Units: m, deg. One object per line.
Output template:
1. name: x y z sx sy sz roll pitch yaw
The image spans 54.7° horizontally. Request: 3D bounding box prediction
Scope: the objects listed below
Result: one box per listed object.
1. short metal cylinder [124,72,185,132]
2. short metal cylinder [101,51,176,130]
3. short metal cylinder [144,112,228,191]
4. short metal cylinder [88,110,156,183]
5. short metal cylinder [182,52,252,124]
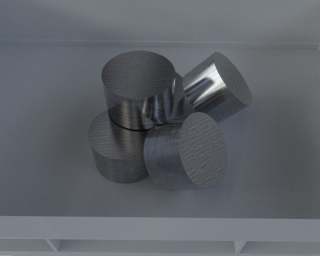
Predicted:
1. short metal cylinder: -0.007 -0.038 0.418 0.081 0.050 0.080 0 50 0
2. short metal cylinder: -0.023 -0.044 0.357 0.081 0.050 0.080 0 50 0
3. short metal cylinder: 0.029 0.027 0.336 0.050 0.080 0.080 -15 35 44
4. short metal cylinder: -0.041 0.019 0.371 0.081 0.050 0.080 0 50 0
5. short metal cylinder: 0.075 -0.051 0.404 0.080 0.050 0.080 33 38 -31
